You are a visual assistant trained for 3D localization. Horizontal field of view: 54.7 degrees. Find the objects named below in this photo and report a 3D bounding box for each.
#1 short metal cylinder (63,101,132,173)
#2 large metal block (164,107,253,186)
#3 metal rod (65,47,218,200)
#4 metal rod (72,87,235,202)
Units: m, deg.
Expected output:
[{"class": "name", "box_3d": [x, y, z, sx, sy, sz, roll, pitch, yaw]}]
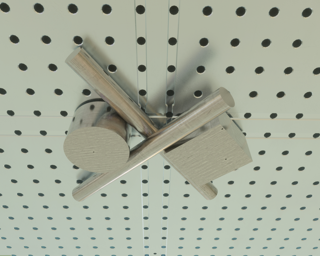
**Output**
[{"class": "short metal cylinder", "box_3d": [-0.078, 0.013, 0.400, 0.081, 0.050, 0.079, 0, 130, 0]}, {"class": "large metal block", "box_3d": [0.062, 0.022, 0.408, 0.080, 0.050, 0.080, -31, 124, 23]}, {"class": "metal rod", "box_3d": [-0.006, 0.012, 0.416, 0.025, 0.025, 0.300, -29, 125, 22]}, {"class": "metal rod", "box_3d": [-0.030, 0.037, 0.410, 0.025, 0.025, 0.299, 35, 130, -26]}]
